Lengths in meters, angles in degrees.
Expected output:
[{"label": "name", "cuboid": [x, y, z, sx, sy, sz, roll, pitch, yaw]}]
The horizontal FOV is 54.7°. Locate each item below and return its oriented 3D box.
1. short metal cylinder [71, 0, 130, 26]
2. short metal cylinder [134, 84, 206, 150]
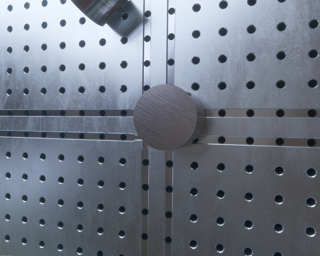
[{"label": "short metal cylinder", "cuboid": [-0.087, -0.185, 0.414, 0.050, 0.080, 0.080, -39, 78, 16]}, {"label": "short metal cylinder", "cuboid": [0.014, -0.013, 0.394, 0.080, 0.050, 0.079, 0, 90, 20]}]
